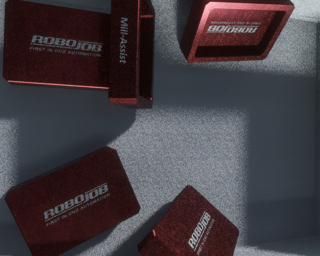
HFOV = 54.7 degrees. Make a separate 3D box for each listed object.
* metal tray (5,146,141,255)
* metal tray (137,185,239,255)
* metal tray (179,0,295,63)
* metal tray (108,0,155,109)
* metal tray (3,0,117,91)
[{"bbox_3d":[-0.100,0.087,0.371,0.131,0.030,0.090,-24,98,-19],"label":"metal tray"},{"bbox_3d":[0.040,0.128,0.360,0.090,0.131,0.030,42,113,8],"label":"metal tray"},{"bbox_3d":[0.100,-0.133,0.413,0.131,0.089,0.030,-6,53,-20],"label":"metal tray"},{"bbox_3d":[-0.030,-0.090,0.362,0.030,0.090,0.129,2,90,9],"label":"metal tray"},{"bbox_3d":[-0.110,-0.093,0.367,0.131,0.030,0.089,2,90,-20],"label":"metal tray"}]
